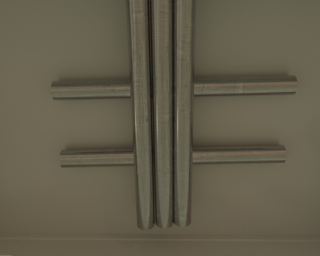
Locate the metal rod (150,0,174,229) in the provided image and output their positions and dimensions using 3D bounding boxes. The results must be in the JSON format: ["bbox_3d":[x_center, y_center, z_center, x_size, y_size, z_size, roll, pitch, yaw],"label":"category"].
[{"bbox_3d":[0.004,-0.008,0.379,0.025,0.025,0.298,-1,110,0],"label":"metal rod"}]

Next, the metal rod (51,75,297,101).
[{"bbox_3d":[0.018,-0.051,0.392,0.302,0.025,0.025,-1,110,0],"label":"metal rod"}]

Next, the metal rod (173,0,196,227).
[{"bbox_3d":[0.028,-0.010,0.379,0.025,0.025,0.298,-1,110,0],"label":"metal rod"}]

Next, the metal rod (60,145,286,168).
[{"bbox_3d":[0.018,0.039,0.425,0.302,0.025,0.025,-1,110,0],"label":"metal rod"}]

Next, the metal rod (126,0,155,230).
[{"bbox_3d":[-0.022,-0.006,0.380,0.025,0.025,0.298,-1,110,0],"label":"metal rod"}]
